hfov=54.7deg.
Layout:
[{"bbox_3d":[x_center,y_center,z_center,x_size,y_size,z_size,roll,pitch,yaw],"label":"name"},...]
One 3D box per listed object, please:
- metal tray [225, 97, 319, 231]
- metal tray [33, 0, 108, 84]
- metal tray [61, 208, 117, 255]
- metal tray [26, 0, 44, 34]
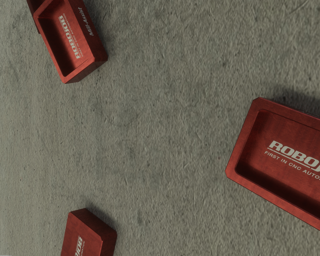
[{"bbox_3d":[0.135,0.034,0.289,0.130,0.030,0.089,29,108,36],"label":"metal tray"},{"bbox_3d":[-0.147,-0.148,0.502,0.090,0.030,0.129,-25,89,37],"label":"metal tray"},{"bbox_3d":[-0.121,0.209,0.502,0.090,0.030,0.129,21,104,38],"label":"metal tray"},{"bbox_3d":[-0.208,-0.247,0.573,0.090,0.030,0.130,-39,67,33],"label":"metal tray"}]
